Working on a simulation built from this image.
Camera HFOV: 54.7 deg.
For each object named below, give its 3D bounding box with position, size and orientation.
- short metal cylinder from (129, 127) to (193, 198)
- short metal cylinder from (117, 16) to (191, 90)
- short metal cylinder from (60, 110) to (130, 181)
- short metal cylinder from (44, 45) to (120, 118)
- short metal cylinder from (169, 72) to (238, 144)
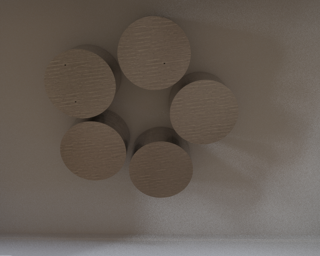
[{"bbox_3d":[0.001,0.045,0.412,0.081,0.050,0.079,0,110,0],"label":"short metal cylinder"},{"bbox_3d":[-0.006,-0.089,0.363,0.081,0.050,0.079,0,110,0],"label":"short metal cylinder"},{"bbox_3d":[-0.082,0.021,0.403,0.081,0.050,0.079,0,110,0],"label":"short metal cylinder"},{"bbox_3d":[-0.090,-0.057,0.374,0.081,0.050,0.079,0,110,0],"label":"short metal cylinder"},{"bbox_3d":[0.052,-0.026,0.387,0.081,0.050,0.079,0,110,0],"label":"short metal cylinder"}]
